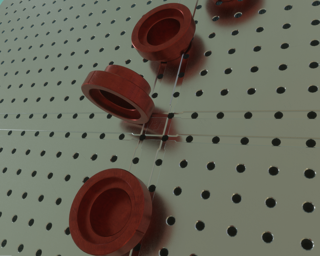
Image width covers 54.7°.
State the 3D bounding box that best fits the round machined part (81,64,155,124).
[{"bbox_3d":[-0.051,-0.048,0.416,0.098,0.098,0.042,13,69,33],"label":"round machined part"}]

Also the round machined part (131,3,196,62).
[{"bbox_3d":[0.009,-0.142,0.478,0.098,0.042,0.098,-13,56,20],"label":"round machined part"}]

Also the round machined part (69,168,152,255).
[{"bbox_3d":[-0.053,0.100,0.362,0.098,0.042,0.098,-13,56,20],"label":"round machined part"}]
